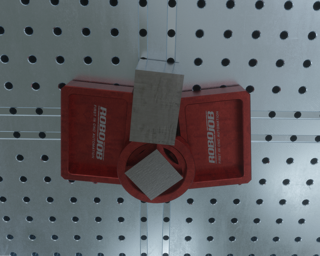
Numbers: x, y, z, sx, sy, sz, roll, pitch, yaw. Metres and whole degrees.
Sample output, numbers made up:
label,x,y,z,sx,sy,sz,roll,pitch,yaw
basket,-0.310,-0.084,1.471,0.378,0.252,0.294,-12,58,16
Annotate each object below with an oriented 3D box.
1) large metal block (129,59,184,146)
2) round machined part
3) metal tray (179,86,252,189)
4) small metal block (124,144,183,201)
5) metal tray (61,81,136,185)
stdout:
label,x,y,z,sx,sy,sz,roll,pitch,yaw
large metal block,-0.005,-0.034,0.367,0.050,0.080,0.079,6,110,-2
round machined part,-0.004,0.046,0.407,0.099,0.042,0.097,0,110,0
metal tray,0.072,0.014,0.412,0.091,0.030,0.129,-6,110,2
small metal block,-0.007,0.053,0.384,0.050,0.025,0.050,-37,106,12
metal tray,-0.081,0.008,0.409,0.091,0.030,0.129,6,110,-3
